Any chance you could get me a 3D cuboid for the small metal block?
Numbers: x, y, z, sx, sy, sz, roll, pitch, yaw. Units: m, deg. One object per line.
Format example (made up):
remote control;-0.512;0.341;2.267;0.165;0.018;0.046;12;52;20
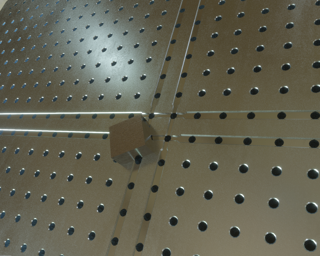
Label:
small metal block;-0.040;0.016;0.421;0.050;0.025;0.050;-22;54;15
